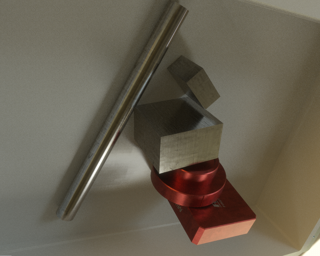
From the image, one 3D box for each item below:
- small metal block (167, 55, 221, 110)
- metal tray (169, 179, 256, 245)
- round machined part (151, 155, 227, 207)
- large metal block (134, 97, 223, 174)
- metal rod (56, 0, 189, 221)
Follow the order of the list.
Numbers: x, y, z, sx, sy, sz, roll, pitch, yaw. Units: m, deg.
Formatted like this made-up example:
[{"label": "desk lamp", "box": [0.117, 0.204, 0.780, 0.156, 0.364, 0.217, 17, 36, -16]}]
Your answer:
[{"label": "small metal block", "box": [0.041, -0.056, 0.382, 0.025, 0.050, 0.050, -42, 130, 0]}, {"label": "metal tray", "box": [0.058, 0.091, 0.429, 0.091, 0.130, 0.030, -1, 125, -29]}, {"label": "round machined part", "box": [0.039, 0.053, 0.407, 0.099, 0.098, 0.042, -7, 127, -26]}, {"label": "large metal block", "box": [0.020, 0.005, 0.388, 0.081, 0.080, 0.050, -12, 123, -23]}, {"label": "metal rod", "box": [-0.053, -0.009, 0.375, 0.025, 0.025, 0.298, 20, 108, -36]}]
